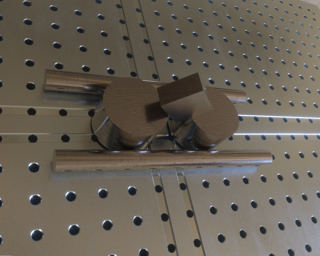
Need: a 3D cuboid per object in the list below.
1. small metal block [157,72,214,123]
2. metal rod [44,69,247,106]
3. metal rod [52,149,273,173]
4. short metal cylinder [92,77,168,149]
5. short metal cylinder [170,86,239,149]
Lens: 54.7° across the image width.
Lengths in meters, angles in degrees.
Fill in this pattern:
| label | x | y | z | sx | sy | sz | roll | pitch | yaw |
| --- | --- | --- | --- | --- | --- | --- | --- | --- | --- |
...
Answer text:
| label | x | y | z | sx | sy | sz | roll | pitch | yaw |
| --- | --- | --- | --- | --- | --- | --- | --- | --- | --- |
| small metal block | 0.031 | -0.034 | 0.366 | 0.050 | 0.050 | 0.025 | 45 | 29 | -59 |
| metal rod | -0.001 | -0.053 | 0.436 | 0.303 | 0.025 | 0.025 | 2 | 61 | -27 |
| metal rod | 0.024 | 0.040 | 0.392 | 0.303 | 0.025 | 0.025 | 2 | 61 | -27 |
| short metal cylinder | -0.037 | -0.014 | 0.377 | 0.081 | 0.050 | 0.080 | 14 | 56 | -21 |
| short metal cylinder | 0.060 | -0.011 | 0.427 | 0.081 | 0.050 | 0.080 | 14 | 56 | -21 |
